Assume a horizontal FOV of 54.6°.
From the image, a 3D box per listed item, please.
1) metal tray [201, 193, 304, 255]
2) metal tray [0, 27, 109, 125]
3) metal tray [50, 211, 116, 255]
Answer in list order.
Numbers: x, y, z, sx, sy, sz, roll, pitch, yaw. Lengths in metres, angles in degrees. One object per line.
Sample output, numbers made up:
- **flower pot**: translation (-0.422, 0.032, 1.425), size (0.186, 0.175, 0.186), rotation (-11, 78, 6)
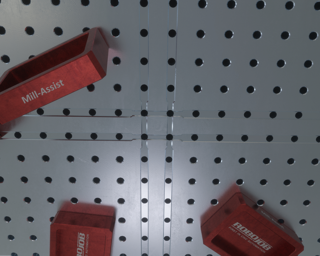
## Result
- **metal tray**: translation (0.139, 0.169, 0.473), size (0.130, 0.030, 0.090), rotation (37, 106, -13)
- **metal tray**: translation (-0.124, -0.062, 0.352), size (0.130, 0.090, 0.030), rotation (-23, 123, 8)
- **metal tray**: translation (-0.121, 0.196, 0.481), size (0.091, 0.030, 0.129), rotation (7, 110, -3)
